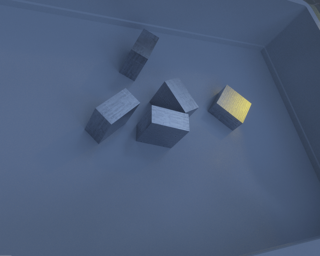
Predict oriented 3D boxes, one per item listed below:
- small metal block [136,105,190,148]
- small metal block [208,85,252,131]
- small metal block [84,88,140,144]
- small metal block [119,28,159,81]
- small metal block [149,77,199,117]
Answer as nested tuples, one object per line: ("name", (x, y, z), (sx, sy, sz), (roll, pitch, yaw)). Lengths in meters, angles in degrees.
("small metal block", (0.003, 0.000, 0.393), (0.050, 0.050, 0.025), (13, 57, -22))
("small metal block", (0.110, -0.032, 0.487), (0.050, 0.025, 0.050), (38, 51, -4))
("small metal block", (-0.057, -0.014, 0.369), (0.025, 0.050, 0.050), (46, 51, 3))
("small metal block", (-0.030, -0.103, 0.438), (0.025, 0.050, 0.050), (29, 52, -10))
("small metal block", (0.018, -0.032, 0.420), (0.025, 0.050, 0.050), (-23, 74, -36))
